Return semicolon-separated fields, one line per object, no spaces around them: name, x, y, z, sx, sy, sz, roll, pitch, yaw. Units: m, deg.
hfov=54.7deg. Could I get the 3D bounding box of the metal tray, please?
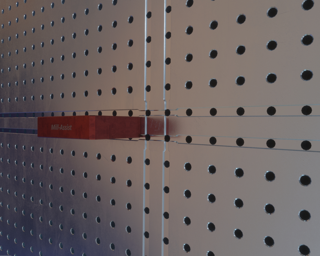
metal tray;-0.104;-0.001;0.449;0.130;0.091;0.030;0;91;39
